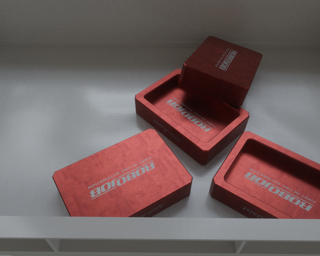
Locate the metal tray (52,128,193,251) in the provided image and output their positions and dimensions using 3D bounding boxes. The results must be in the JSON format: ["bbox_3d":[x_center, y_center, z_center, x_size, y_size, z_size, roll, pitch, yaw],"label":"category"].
[{"bbox_3d":[-0.041,0.063,0.349,0.131,0.030,0.090,-25,55,-20],"label":"metal tray"}]

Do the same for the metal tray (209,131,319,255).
[{"bbox_3d":[0.134,0.067,0.347,0.130,0.030,0.090,27,55,21],"label":"metal tray"}]

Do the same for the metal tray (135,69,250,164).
[{"bbox_3d":[0.041,-0.021,0.419,0.091,0.030,0.130,-36,59,-27],"label":"metal tray"}]

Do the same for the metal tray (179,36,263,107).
[{"bbox_3d":[0.092,-0.088,0.451,0.090,0.030,0.131,23,39,11],"label":"metal tray"}]
